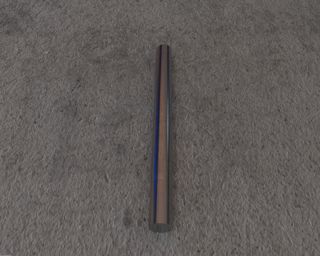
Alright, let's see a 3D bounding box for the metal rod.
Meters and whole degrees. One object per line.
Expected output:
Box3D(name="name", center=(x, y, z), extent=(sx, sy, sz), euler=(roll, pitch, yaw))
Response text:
Box3D(name="metal rod", center=(0.003, -0.012, 0.413), extent=(0.025, 0.025, 0.300), euler=(1, 50, 1))
